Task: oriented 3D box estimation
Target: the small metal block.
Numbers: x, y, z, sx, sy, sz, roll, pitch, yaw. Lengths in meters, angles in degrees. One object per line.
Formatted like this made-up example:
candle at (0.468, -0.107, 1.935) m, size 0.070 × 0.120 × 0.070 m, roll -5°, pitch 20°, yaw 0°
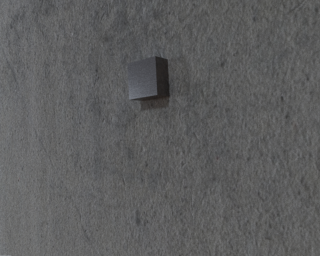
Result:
small metal block at (-0.016, -0.065, 0.416) m, size 0.050 × 0.025 × 0.050 m, roll -5°, pitch 87°, yaw 39°
